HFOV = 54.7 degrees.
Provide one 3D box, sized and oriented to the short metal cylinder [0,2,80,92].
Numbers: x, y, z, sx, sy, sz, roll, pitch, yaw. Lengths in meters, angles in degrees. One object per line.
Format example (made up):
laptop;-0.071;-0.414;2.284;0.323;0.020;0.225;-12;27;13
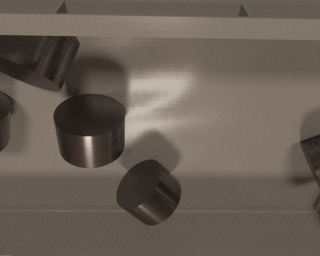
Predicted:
short metal cylinder;-0.126;-0.075;0.300;0.080;0.050;0.080;19;170;4

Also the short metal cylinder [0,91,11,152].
short metal cylinder;-0.220;-0.008;0.363;0.081;0.080;0.050;14;129;-12

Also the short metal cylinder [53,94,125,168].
short metal cylinder;-0.083;0.002;0.373;0.081;0.080;0.050;3;130;-4

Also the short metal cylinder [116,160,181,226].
short metal cylinder;-0.017;0.094;0.453;0.080;0.080;0.050;-29;125;22

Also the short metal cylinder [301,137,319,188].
short metal cylinder;0.232;0.049;0.419;0.050;0.080;0.080;-23;127;18
